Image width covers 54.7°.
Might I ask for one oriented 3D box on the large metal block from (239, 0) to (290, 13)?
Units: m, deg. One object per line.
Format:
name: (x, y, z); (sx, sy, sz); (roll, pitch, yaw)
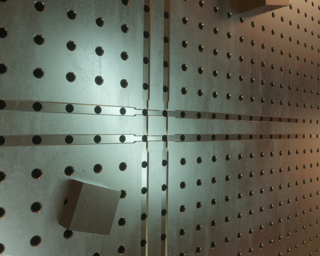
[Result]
large metal block: (0.181, -0.251, 0.548); (0.081, 0.050, 0.079); (-18, 102, -39)

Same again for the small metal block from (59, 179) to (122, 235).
small metal block: (-0.077, 0.089, 0.346); (0.050, 0.025, 0.050); (24, 75, -38)
